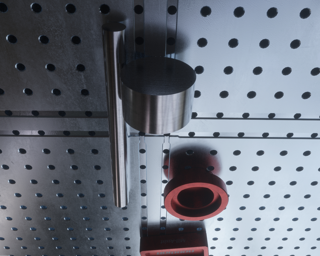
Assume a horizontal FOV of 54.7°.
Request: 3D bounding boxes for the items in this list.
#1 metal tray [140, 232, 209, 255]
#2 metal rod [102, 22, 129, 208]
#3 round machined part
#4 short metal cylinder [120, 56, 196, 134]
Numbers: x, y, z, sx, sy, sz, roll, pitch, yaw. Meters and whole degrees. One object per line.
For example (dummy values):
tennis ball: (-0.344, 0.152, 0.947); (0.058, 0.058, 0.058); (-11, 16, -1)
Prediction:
metal tray: (0.031, 0.251, 0.622); (0.131, 0.030, 0.089); (-6, 130, 4)
metal rod: (-0.056, 0.008, 0.417); (0.025, 0.025, 0.298); (2, 130, -2)
round machined part: (0.055, 0.100, 0.487); (0.099, 0.042, 0.097); (-1, 130, 0)
short metal cylinder: (-0.003, -0.038, 0.343); (0.081, 0.080, 0.050); (1, 130, -1)
